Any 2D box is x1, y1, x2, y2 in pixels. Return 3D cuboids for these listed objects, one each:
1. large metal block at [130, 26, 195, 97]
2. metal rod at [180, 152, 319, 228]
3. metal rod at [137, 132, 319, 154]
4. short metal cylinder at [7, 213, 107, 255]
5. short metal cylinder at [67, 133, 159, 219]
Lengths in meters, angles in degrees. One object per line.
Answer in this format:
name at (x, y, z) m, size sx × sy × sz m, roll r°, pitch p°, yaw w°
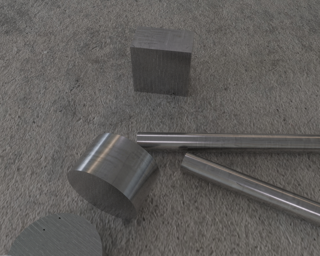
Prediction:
large metal block at (0.005, -0.095, 0.447) m, size 0.080 × 0.080 × 0.050 m, roll 7°, pitch 51°, yaw 5°
metal rod at (0.165, 0.090, 0.328) m, size 0.301 × 0.025 × 0.025 m, roll 20°, pitch 53°, yaw 16°
metal rod at (0.123, 0.019, 0.387) m, size 0.302 × 0.025 × 0.025 m, roll 1°, pitch 50°, yaw 0°
short metal cylinder at (-0.089, 0.125, 0.281) m, size 0.081 × 0.050 × 0.080 m, roll 0°, pitch 50°, yaw 0°
short metal cylinder at (-0.048, 0.051, 0.324) m, size 0.080 × 0.080 × 0.050 m, roll 20°, pitch 53°, yaw 16°
